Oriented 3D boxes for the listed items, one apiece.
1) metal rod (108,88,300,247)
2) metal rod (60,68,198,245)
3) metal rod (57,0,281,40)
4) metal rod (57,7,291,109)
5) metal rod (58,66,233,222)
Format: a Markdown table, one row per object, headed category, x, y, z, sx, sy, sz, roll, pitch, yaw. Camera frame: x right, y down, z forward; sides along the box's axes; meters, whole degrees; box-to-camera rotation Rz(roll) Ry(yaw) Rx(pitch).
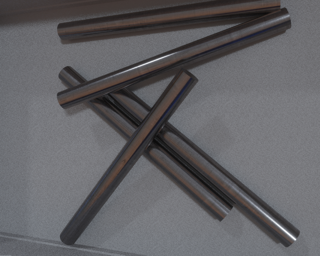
| category | x | y | z | sx | sy | sz | roll | pitch | yaw |
| --- | --- | --- | --- | --- | --- | --- | --- | --- | --- |
| metal rod | 0.042 | 0.034 | 0.394 | 0.300 | 0.025 | 0.025 | 40 | 103 | 15 |
| metal rod | -0.051 | 0.050 | 0.405 | 0.025 | 0.025 | 0.299 | 43 | 111 | 14 |
| metal rod | -0.002 | -0.145 | 0.410 | 0.301 | 0.025 | 0.025 | -1 | 90 | 19 |
| metal rod | 0.007 | -0.082 | 0.390 | 0.301 | 0.025 | 0.025 | -18 | 84 | 12 |
| metal rod | -0.029 | 0.012 | 0.419 | 0.300 | 0.025 | 0.025 | 40 | 103 | 15 |
